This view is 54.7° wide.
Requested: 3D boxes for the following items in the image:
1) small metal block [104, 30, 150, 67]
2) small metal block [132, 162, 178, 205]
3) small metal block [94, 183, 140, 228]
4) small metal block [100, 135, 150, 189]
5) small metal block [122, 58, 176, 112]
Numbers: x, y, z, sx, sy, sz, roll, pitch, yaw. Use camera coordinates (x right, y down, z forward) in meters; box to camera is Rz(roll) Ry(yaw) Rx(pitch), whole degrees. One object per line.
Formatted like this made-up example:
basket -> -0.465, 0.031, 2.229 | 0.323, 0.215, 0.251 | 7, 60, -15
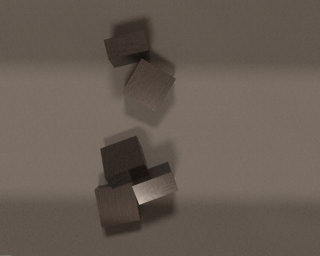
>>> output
small metal block -> -0.041, -0.100, 0.398 | 0.050, 0.050, 0.025 | -14, 90, 0
small metal block -> -0.007, 0.069, 0.397 | 0.050, 0.050, 0.025 | -20, 99, 0
small metal block -> -0.055, 0.099, 0.411 | 0.050, 0.025, 0.050 | -11, 90, -1
small metal block -> -0.045, 0.043, 0.397 | 0.050, 0.050, 0.025 | -20, 135, -1
small metal block -> -0.014, -0.056, 0.404 | 0.050, 0.025, 0.050 | 30, 99, -8
